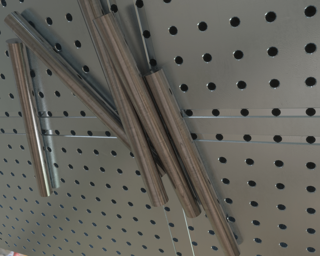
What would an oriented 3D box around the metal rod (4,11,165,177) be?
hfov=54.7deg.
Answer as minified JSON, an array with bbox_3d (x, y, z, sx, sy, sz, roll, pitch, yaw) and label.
[{"bbox_3d":[-0.098,-0.043,0.434,0.300,0.025,0.025,46,129,-5],"label":"metal rod"}]

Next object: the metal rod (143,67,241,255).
[{"bbox_3d":[0.051,0.061,0.420,0.025,0.025,0.299,-12,113,33],"label":"metal rod"}]

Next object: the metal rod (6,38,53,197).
[{"bbox_3d":[-0.214,0.001,0.521,0.025,0.025,0.298,16,125,18],"label":"metal rod"}]

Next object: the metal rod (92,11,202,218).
[{"bbox_3d":[-0.006,0.001,0.398,0.025,0.025,0.299,-8,119,31],"label":"metal rod"}]

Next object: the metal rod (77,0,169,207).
[{"bbox_3d":[-0.045,-0.033,0.393,0.025,0.025,0.298,-8,109,31],"label":"metal rod"}]
